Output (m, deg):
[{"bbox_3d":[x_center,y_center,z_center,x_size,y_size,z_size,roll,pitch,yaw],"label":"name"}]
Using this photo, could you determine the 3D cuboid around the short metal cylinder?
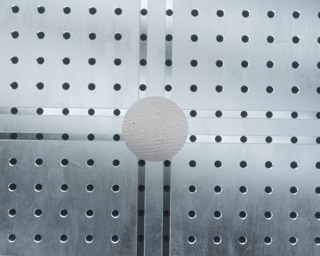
[{"bbox_3d":[-0.006,0.001,0.400,0.081,0.050,0.079,0,90,-1],"label":"short metal cylinder"}]
